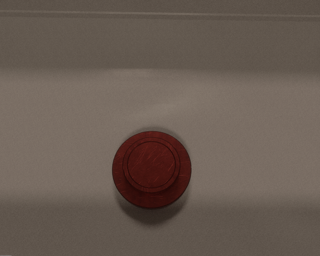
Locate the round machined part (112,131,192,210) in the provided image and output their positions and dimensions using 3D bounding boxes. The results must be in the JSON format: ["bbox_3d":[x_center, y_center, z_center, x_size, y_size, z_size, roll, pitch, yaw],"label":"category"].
[{"bbox_3d":[-0.010,0.049,0.383,0.099,0.042,0.098,0,70,-1],"label":"round machined part"}]
